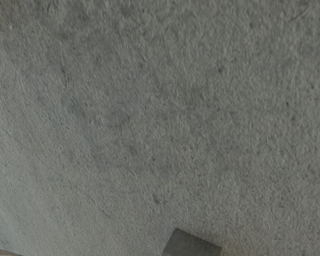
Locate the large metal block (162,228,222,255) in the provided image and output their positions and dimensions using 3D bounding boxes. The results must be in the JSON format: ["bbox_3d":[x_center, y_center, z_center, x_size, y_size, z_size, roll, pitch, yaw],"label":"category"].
[{"bbox_3d":[0.047,0.221,0.501,0.080,0.050,0.079,19,126,17],"label":"large metal block"}]
